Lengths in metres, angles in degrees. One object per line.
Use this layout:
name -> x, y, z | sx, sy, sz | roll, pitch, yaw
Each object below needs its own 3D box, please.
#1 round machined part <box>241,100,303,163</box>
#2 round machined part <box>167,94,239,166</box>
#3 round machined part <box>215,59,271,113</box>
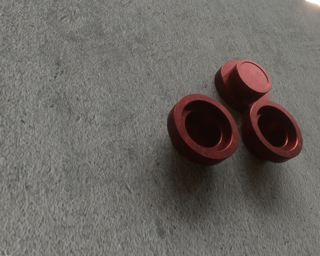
round machined part -> 0.165, 0.009, 0.476 | 0.099, 0.042, 0.098 | 13, 57, -21
round machined part -> 0.053, 0.006, 0.418 | 0.099, 0.042, 0.098 | 14, 56, -21
round machined part -> 0.144, -0.075, 0.516 | 0.099, 0.042, 0.098 | 14, 56, -21
